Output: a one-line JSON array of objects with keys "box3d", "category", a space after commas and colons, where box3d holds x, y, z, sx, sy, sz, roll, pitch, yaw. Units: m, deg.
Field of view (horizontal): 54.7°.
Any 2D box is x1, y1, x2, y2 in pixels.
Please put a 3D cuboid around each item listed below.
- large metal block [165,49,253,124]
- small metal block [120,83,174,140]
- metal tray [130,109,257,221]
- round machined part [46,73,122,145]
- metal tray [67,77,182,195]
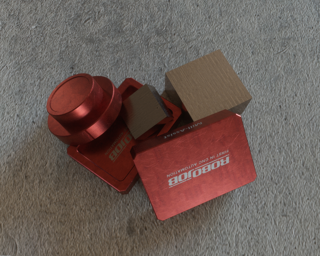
[{"box3d": [0.061, -0.046, 0.413, 0.080, 0.050, 0.080, -25, 72, -9], "category": "large metal block"}, {"box3d": [-0.019, -0.020, 0.392, 0.050, 0.025, 0.050, -36, 74, 17], "category": "small metal block"}, {"box3d": [0.041, 0.043, 0.367, 0.131, 0.030, 0.090, -22, 108, -7], "category": "metal tray"}, {"box3d": [-0.101, -0.030, 0.388, 0.098, 0.042, 0.098, -15, 49, 18], "category": "round machined part"}, {"box3d": [-0.043, 0.008, 0.402, 0.090, 0.030, 0.130, 33, 73, 11], "category": "metal tray"}]
